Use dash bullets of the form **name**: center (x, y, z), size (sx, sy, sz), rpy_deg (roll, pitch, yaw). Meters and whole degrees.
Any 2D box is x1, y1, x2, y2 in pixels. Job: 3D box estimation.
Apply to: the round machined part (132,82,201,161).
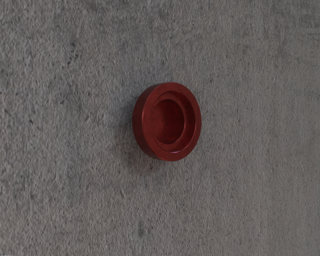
- **round machined part**: center (0.004, -0.008, 0.396), size (0.099, 0.042, 0.097), rpy_deg (0, 90, -40)
